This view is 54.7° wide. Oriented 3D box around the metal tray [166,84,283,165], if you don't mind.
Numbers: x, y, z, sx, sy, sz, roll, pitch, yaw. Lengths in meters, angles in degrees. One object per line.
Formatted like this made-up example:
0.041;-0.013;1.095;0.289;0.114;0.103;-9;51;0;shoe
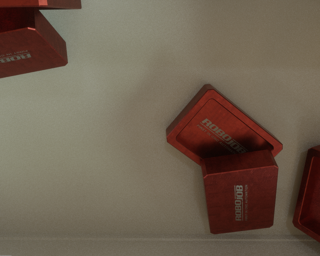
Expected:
0.084;0.015;0.415;0.130;0.030;0.090;36;106;-13;metal tray

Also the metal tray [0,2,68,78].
-0.181;-0.088;0.340;0.131;0.090;0.030;-10;78;3;metal tray

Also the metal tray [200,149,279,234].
0.107;0.091;0.422;0.090;0.030;0.129;-9;128;5;metal tray

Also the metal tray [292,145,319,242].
0.236;0.096;0.414;0.030;0.090;0.129;-11;114;-31;metal tray

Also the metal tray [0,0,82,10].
-0.138;-0.133;0.304;0.091;0.130;0.030;-1;110;0;metal tray
